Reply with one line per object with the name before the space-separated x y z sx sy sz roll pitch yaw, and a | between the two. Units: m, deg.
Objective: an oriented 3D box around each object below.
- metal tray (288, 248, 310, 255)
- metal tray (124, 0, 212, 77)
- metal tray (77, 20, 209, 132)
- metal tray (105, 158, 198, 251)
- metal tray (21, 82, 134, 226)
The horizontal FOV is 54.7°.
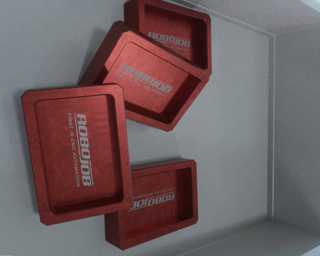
metal tray | 0.291 0.334 0.656 0.090 0.030 0.130 40 66 -33
metal tray | 0.015 -0.116 0.417 0.131 0.030 0.089 -3 92 -40
metal tray | -0.015 -0.053 0.360 0.131 0.030 0.090 20 114 -39
metal tray | -0.007 0.091 0.399 0.131 0.030 0.089 -4 93 -40
metal tray | -0.079 0.023 0.308 0.091 0.030 0.129 -7 102 -17
